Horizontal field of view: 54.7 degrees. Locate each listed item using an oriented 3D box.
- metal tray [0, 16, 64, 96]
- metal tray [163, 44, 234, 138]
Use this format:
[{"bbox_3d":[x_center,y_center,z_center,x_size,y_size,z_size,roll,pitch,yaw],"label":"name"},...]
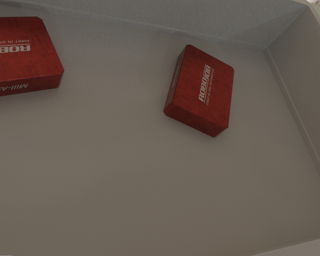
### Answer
[{"bbox_3d":[-0.188,-0.081,0.351,0.131,0.030,0.090,-15,70,-34],"label":"metal tray"},{"bbox_3d":[0.063,-0.059,0.472,0.090,0.030,0.130,25,53,-13],"label":"metal tray"}]
